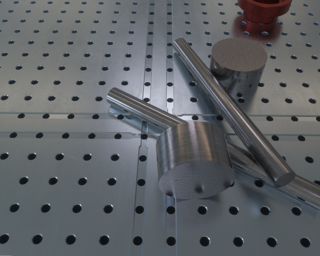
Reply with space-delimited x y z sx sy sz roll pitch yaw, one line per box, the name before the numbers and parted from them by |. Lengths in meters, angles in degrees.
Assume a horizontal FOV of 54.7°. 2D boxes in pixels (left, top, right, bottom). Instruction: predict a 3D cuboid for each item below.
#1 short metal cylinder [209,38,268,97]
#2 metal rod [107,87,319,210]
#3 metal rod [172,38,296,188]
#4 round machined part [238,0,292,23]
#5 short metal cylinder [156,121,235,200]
short metal cylinder | 0.115 -0.092 0.470 0.081 0.050 0.080 0 50 0
metal rod | 0.057 0.017 0.393 0.300 0.025 0.025 27 55 20
metal rod | 0.082 -0.044 0.425 0.025 0.025 0.300 -15 46 -12
round machined part | 0.200 -0.239 0.599 0.099 0.042 0.098 0 50 0
short metal cylinder | 0.037 0.037 0.341 0.081 0.080 0.050 -3 50 -3
